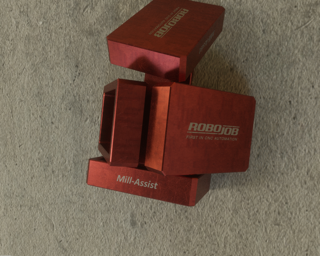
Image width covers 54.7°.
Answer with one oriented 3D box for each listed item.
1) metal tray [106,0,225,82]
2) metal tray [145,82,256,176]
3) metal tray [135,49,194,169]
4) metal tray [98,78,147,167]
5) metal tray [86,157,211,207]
[{"bbox_3d":[0.011,-0.109,0.357,0.090,0.130,0.030,19,137,18],"label":"metal tray"},{"bbox_3d":[0.049,0.003,0.339,0.030,0.131,0.089,9,94,53],"label":"metal tray"},{"bbox_3d":[0.009,-0.021,0.371,0.030,0.090,0.129,8,93,19],"label":"metal tray"},{"bbox_3d":[-0.050,-0.009,0.375,0.030,0.130,0.089,5,92,-17],"label":"metal tray"},{"bbox_3d":[-0.010,0.058,0.378,0.130,0.090,0.030,8,93,19],"label":"metal tray"}]
